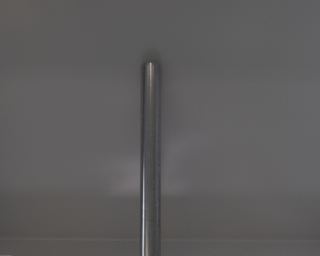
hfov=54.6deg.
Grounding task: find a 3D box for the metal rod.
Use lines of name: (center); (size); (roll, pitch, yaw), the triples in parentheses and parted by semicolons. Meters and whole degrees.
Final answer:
metal rod: (-0.011, 0.071, 0.373); (0.025, 0.025, 0.299); (0, 86, 0)
